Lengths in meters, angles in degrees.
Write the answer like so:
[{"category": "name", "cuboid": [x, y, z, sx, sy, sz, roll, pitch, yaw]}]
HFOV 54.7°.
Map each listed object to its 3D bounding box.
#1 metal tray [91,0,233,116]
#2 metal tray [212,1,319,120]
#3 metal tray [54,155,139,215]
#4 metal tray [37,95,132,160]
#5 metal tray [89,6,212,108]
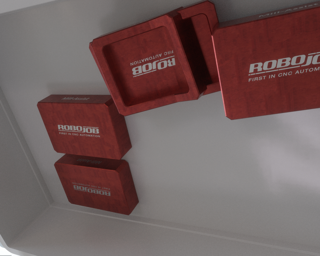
[{"category": "metal tray", "cuboid": [0.004, -0.072, 0.333, 0.130, 0.030, 0.090, -14, 113, 14]}, {"category": "metal tray", "cuboid": [0.120, -0.061, 0.283, 0.130, 0.030, 0.089, -8, 116, 15]}, {"category": "metal tray", "cuboid": [-0.107, 0.093, 0.519, 0.130, 0.030, 0.089, 3, 120, 26]}, {"category": "metal tray", "cuboid": [-0.113, -0.003, 0.464, 0.130, 0.030, 0.089, 3, 120, 26]}, {"category": "metal tray", "cuboid": [-0.015, -0.072, 0.353, 0.130, 0.030, 0.090, -4, 118, 42]}]
